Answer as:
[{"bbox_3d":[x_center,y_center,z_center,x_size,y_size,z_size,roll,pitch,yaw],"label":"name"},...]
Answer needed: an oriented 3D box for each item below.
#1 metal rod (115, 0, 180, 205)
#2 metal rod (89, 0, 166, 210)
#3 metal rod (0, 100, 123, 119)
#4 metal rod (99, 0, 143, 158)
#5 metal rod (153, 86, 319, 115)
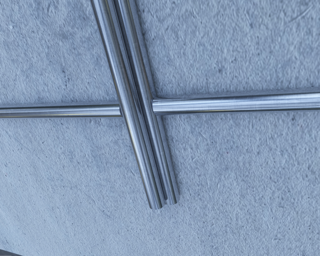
[{"bbox_3d":[-0.013,-0.023,0.400,0.025,0.025,0.298,1,119,27],"label":"metal rod"},{"bbox_3d":[-0.035,-0.020,0.387,0.025,0.025,0.298,1,119,27],"label":"metal rod"},{"bbox_3d":[-0.181,-0.027,0.484,0.301,0.025,0.025,1,119,27],"label":"metal rod"},{"bbox_3d":[-0.036,-0.029,0.409,0.025,0.025,0.298,1,119,27],"label":"metal rod"},{"bbox_3d":[0.130,-0.029,0.322,0.300,0.025,0.025,0,118,28],"label":"metal rod"}]
